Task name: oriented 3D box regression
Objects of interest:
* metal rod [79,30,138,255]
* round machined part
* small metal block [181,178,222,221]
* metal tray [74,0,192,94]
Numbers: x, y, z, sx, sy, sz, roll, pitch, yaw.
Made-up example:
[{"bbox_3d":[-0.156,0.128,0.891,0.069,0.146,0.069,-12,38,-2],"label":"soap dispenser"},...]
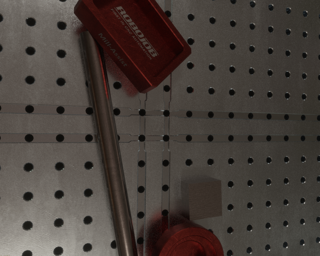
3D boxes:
[{"bbox_3d":[-0.063,0.030,0.390,0.025,0.025,0.298,-10,94,-20],"label":"metal rod"},{"bbox_3d":[0.033,0.176,0.417,0.099,0.042,0.097,0,90,-21],"label":"round machined part"},{"bbox_3d":[0.058,0.099,0.436,0.050,0.025,0.050,-2,91,-20],"label":"small metal block"},{"bbox_3d":[-0.029,-0.120,0.386,0.130,0.030,0.090,50,57,-13],"label":"metal tray"}]
